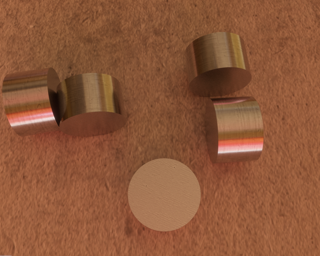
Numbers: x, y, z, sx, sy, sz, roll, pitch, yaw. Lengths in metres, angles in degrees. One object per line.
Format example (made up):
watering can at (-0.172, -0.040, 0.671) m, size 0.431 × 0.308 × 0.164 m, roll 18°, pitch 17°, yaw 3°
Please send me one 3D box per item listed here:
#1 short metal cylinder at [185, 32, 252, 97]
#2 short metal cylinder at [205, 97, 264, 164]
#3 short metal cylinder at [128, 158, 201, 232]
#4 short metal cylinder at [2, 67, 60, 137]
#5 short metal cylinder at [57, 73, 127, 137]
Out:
short metal cylinder at (0.076, -0.081, 0.410) m, size 0.081 × 0.080 × 0.050 m, roll -4°, pitch 70°, yaw -2°
short metal cylinder at (0.088, 0.002, 0.379) m, size 0.050 × 0.080 × 0.080 m, roll -4°, pitch 70°, yaw -2°
short metal cylinder at (0.005, 0.081, 0.365) m, size 0.081 × 0.050 × 0.080 m, roll 0°, pitch 70°, yaw 0°
short metal cylinder at (-0.154, -0.032, 0.389) m, size 0.050 × 0.080 × 0.080 m, roll -9°, pitch 71°, yaw -4°
short metal cylinder at (-0.086, -0.026, 0.388) m, size 0.081 × 0.080 × 0.050 m, roll -10°, pitch 71°, yaw -4°
